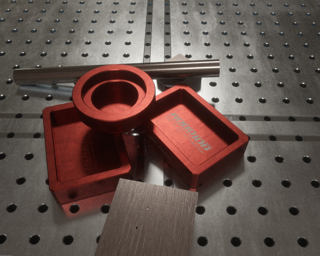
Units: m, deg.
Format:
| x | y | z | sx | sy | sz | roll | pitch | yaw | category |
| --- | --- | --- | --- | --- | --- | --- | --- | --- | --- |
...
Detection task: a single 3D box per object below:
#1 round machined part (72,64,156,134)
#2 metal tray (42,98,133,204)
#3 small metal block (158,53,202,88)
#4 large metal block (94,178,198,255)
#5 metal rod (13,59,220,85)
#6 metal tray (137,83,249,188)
| x | y | z | sx | sy | sz | roll | pitch | yaw | category |
| --- | --- | --- | --- | --- | --- | --- | --- | --- | --- |
| -0.054 | -0.032 | 0.383 | 0.099 | 0.042 | 0.098 | 0 | 50 | 0 | round machined part |
| -0.092 | 0.020 | 0.385 | 0.091 | 0.030 | 0.130 | -13 | 51 | -11 | metal tray |
| 0.030 | -0.084 | 0.478 | 0.050 | 0.025 | 0.050 | -35 | 59 | -26 | small metal block |
| -0.010 | 0.103 | 0.305 | 0.080 | 0.050 | 0.080 | 9 | 51 | 7 | large metal block |
| -0.066 | -0.081 | 0.453 | 0.302 | 0.025 | 0.025 | -1 | 50 | 6 | metal rod |
| 0.036 | 0.003 | 0.401 | 0.091 | 0.030 | 0.130 | -30 | 56 | -23 | metal tray |
